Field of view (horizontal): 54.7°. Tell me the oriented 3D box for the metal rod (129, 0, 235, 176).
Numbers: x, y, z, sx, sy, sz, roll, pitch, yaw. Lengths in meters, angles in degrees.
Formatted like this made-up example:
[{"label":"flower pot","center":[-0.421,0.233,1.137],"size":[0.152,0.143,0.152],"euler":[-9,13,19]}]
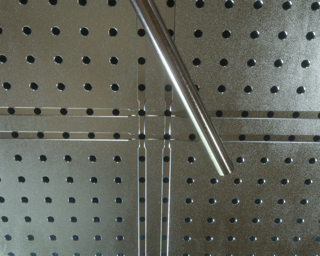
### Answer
[{"label":"metal rod","center":[0.024,-0.065,0.389],"size":[0.025,0.025,0.299],"euler":[-26,108,9]}]
